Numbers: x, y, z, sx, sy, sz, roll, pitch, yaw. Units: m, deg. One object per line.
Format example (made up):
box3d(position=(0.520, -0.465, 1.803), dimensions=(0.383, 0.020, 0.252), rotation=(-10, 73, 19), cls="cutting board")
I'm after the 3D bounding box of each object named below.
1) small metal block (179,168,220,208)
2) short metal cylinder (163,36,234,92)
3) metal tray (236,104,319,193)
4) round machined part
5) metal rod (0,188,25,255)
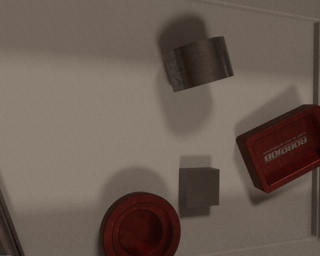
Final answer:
box3d(position=(0.054, 0.082, 0.432), dimensions=(0.050, 0.025, 0.050), rotation=(1, 90, -21), cls="small metal block")
box3d(position=(0.050, -0.081, 0.401), dimensions=(0.081, 0.080, 0.050), rotation=(-18, 97, -19), cls="short metal cylinder")
box3d(position=(0.192, 0.029, 0.469), dimensions=(0.131, 0.030, 0.090), rotation=(-25, 99, -9), cls="metal tray")
box3d(position=(-0.027, 0.129, 0.389), dimensions=(0.099, 0.042, 0.097), rotation=(2, 84, -22), cls="round machined part")
box3d(position=(-0.204, 0.021, 0.335), dimensions=(0.025, 0.025, 0.298), rotation=(-19, 97, -19), cls="metal rod")
